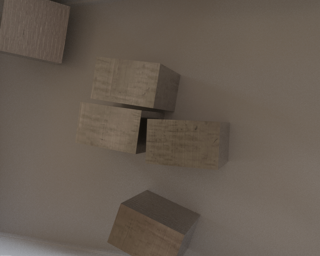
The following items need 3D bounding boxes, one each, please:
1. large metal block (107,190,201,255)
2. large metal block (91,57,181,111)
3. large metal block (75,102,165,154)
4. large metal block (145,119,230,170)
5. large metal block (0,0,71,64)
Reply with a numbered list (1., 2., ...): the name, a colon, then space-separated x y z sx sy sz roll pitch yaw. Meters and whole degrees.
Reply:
1. large metal block: -0.004 0.123 0.382 0.080 0.080 0.050 21 97 18
2. large metal block: -0.027 -0.053 0.390 0.080 0.080 0.050 10 94 19
3. large metal block: -0.048 -0.001 0.397 0.080 0.080 0.050 9 93 19
4. large metal block: 0.036 0.016 0.368 0.080 0.080 0.050 3 91 19
5. large metal block: -0.178 -0.138 0.435 0.050 0.081 0.079 17 98 61
